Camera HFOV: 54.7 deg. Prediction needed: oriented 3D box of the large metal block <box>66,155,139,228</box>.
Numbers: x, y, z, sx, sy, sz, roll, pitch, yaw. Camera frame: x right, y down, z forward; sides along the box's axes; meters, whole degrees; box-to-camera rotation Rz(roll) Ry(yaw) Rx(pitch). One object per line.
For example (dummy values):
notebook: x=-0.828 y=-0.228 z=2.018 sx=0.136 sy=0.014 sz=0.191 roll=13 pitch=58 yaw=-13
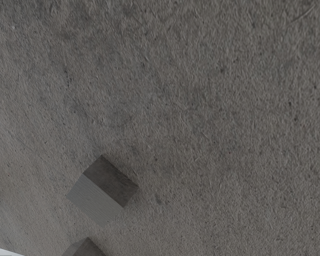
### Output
large metal block: x=-0.095 y=0.105 z=0.506 sx=0.080 sy=0.050 sz=0.080 roll=41 pitch=129 yaw=0

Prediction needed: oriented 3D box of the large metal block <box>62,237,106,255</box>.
large metal block: x=-0.159 y=0.285 z=0.651 sx=0.080 sy=0.050 sz=0.080 roll=49 pitch=129 yaw=-6
